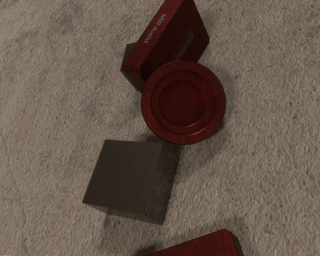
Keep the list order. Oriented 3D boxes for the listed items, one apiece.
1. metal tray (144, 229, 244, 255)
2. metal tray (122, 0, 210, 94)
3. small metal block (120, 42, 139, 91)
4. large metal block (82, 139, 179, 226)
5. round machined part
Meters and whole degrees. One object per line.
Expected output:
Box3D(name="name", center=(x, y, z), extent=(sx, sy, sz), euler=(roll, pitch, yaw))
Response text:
Box3D(name="metal tray", center=(0.022, 0.160, 0.290), extent=(0.130, 0.030, 0.090), euler=(-24, 53, 13))
Box3D(name="metal tray", center=(0.013, -0.102, 0.416), extent=(0.030, 0.090, 0.130), euler=(20, 72, 35))
Box3D(name="small metal block", center=(-0.031, -0.091, 0.458), extent=(0.025, 0.050, 0.050), euler=(-6, 59, 25))
Box3D(name="large metal block", center=(-0.032, 0.062, 0.365), extent=(0.080, 0.050, 0.080), euler=(2, 63, 29))
Box3D(name="round machined part", center=(0.026, -0.029, 0.375), extent=(0.099, 0.042, 0.097), euler=(0, 88, -5))
